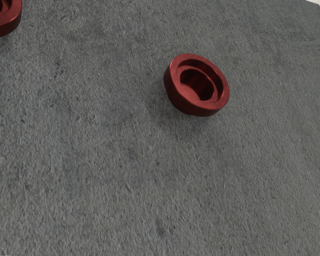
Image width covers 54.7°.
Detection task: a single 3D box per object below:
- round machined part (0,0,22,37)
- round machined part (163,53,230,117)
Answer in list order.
[{"bbox_3d":[-0.216,-0.140,0.362,0.099,0.042,0.098,14,56,-21],"label":"round machined part"},{"bbox_3d":[0.049,-0.058,0.454,0.099,0.042,0.098,14,56,-21],"label":"round machined part"}]
